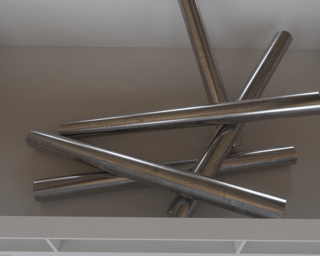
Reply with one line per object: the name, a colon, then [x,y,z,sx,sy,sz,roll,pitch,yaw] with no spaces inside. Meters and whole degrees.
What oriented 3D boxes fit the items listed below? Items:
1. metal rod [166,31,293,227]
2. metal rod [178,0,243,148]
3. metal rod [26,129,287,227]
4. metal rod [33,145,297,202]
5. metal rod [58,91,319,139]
metal rod: [0.096,-0.018,0.375,0.025,0.025,0.301,26,63,20]
metal rod: [0.054,-0.117,0.417,0.025,0.025,0.299,-13,79,-11]
metal rod: [-0.027,0.043,0.328,0.301,0.025,0.025,13,50,25]
metal rod: [0.012,0.051,0.361,0.302,0.025,0.025,-7,51,-7]
metal rod: [0.020,-0.011,0.361,0.301,0.025,0.025,-6,48,16]
